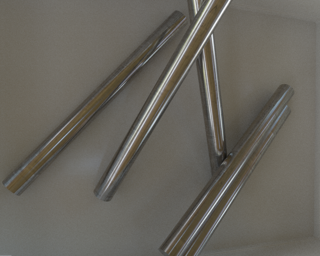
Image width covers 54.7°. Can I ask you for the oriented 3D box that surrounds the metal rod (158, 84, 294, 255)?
[{"bbox_3d":[0.100,0.042,0.405,0.025,0.025,0.301,50,63,-13],"label":"metal rod"}]

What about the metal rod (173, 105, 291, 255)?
[{"bbox_3d":[0.101,0.070,0.413,0.025,0.025,0.301,49,62,-14],"label":"metal rod"}]

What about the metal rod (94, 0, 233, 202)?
[{"bbox_3d":[0.004,-0.040,0.347,0.025,0.025,0.298,26,106,-18],"label":"metal rod"}]

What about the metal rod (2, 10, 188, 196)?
[{"bbox_3d":[-0.070,-0.040,0.384,0.025,0.025,0.301,46,76,-15],"label":"metal rod"}]

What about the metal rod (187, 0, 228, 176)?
[{"bbox_3d":[0.063,-0.041,0.385,0.025,0.025,0.298,-21,116,-19],"label":"metal rod"}]
